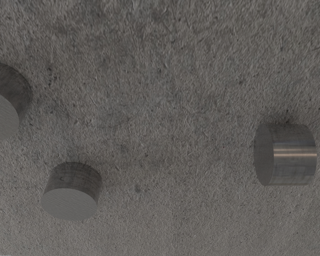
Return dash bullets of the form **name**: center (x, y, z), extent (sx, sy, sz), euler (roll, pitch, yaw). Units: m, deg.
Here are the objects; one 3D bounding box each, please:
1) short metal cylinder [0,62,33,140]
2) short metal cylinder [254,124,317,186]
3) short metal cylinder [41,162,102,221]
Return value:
- **short metal cylinder**: center (-0.198, -0.031, 0.362), extent (0.081, 0.050, 0.079), euler (0, 130, 0)
- **short metal cylinder**: center (0.159, 0.035, 0.402), extent (0.050, 0.080, 0.079), euler (0, 130, 0)
- **short metal cylinder**: center (-0.133, 0.097, 0.472), extent (0.081, 0.050, 0.079), euler (0, 130, 0)
